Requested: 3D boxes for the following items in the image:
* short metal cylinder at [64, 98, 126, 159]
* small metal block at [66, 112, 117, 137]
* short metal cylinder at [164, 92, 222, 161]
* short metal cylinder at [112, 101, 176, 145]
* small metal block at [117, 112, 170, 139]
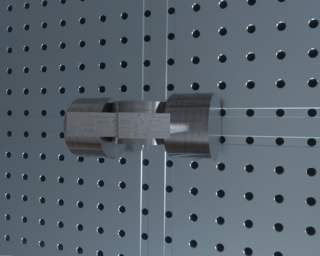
[{"bbox_3d":[-0.082,0.000,0.412,0.050,0.080,0.079,1,91,20],"label":"short metal cylinder"},{"bbox_3d":[-0.074,-0.004,0.339,0.050,0.050,0.025,1,91,-12],"label":"small metal block"},{"bbox_3d":[0.041,-0.002,0.368,0.050,0.080,0.079,1,90,21],"label":"short metal cylinder"},{"bbox_3d":[-0.020,-0.006,0.390,0.080,0.080,0.050,1,91,20],"label":"short metal cylinder"},{"bbox_3d":[-0.019,-0.003,0.324,0.050,0.050,0.025,1,91,-11],"label":"small metal block"}]
